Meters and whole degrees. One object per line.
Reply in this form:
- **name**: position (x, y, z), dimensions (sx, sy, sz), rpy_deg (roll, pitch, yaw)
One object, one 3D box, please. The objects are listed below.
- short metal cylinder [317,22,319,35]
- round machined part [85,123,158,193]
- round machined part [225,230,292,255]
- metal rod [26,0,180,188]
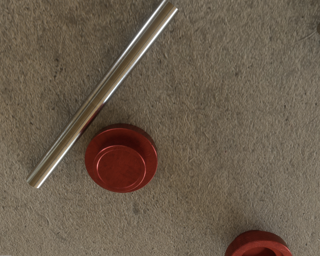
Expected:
- **short metal cylinder**: position (0.225, -0.113, 0.341), dimensions (0.080, 0.080, 0.050), rpy_deg (-42, 105, 14)
- **round machined part**: position (-0.052, 0.046, 0.417), dimensions (0.099, 0.042, 0.097), rpy_deg (0, 110, 0)
- **round machined part**: position (0.147, 0.197, 0.475), dimensions (0.099, 0.042, 0.097), rpy_deg (0, 110, 0)
- **metal rod**: position (-0.081, -0.034, 0.396), dimensions (0.025, 0.025, 0.299), rpy_deg (37, 106, -13)
